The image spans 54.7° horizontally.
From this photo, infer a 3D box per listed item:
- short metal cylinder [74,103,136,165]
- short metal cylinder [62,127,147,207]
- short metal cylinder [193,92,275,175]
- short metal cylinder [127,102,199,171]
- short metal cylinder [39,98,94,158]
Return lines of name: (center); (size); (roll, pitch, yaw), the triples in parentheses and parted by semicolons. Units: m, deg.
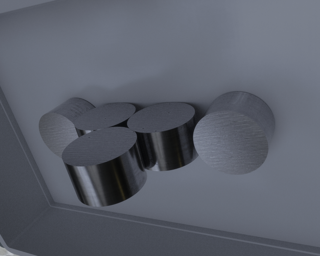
short metal cylinder: (-0.066, 0.006, 0.409); (0.080, 0.080, 0.050); (2, 119, 27)
short metal cylinder: (-0.059, 0.039, 0.338); (0.080, 0.080, 0.050); (2, 119, 27)
short metal cylinder: (0.084, 0.005, 0.349); (0.080, 0.050, 0.079); (13, 124, 21)
short metal cylinder: (0.006, 0.008, 0.373); (0.080, 0.080, 0.050); (2, 119, 27)
short metal cylinder: (-0.130, 0.002, 0.460); (0.080, 0.050, 0.079); (13, 124, 21)
